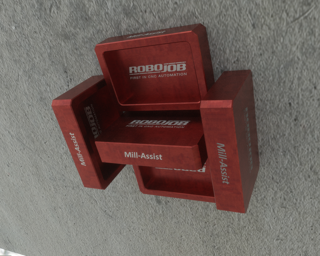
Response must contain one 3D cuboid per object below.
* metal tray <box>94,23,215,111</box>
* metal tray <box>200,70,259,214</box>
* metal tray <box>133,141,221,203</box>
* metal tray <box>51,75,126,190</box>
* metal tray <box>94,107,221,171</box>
[{"bbox_3d":[-0.005,-0.067,0.367,0.130,0.030,0.089,0,122,28],"label":"metal tray"},{"bbox_3d":[0.080,0.013,0.332,0.030,0.090,0.129,1,119,28],"label":"metal tray"},{"bbox_3d":[0.025,0.053,0.426,0.130,0.030,0.089,1,118,27],"label":"metal tray"},{"bbox_3d":[-0.082,0.005,0.413,0.030,0.090,0.129,1,119,27],"label":"metal tray"},{"bbox_3d":[0.000,0.008,0.373,0.130,0.090,0.030,1,120,27],"label":"metal tray"}]
